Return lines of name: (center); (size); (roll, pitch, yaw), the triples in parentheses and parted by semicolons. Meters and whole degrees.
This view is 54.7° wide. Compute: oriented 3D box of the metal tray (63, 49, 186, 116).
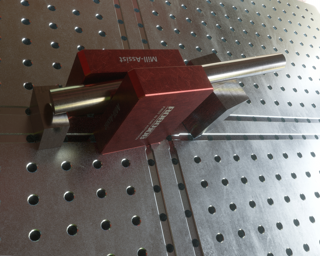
metal tray: (-0.042, -0.056, 0.378); (0.131, 0.090, 0.030); (-9, 68, -33)

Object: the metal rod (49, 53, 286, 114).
metal rod: (0.029, -0.058, 0.364); (0.303, 0.025, 0.025); (-14, 69, -24)

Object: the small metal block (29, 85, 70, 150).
small metal block: (-0.121, -0.011, 0.334); (0.025, 0.050, 0.050); (-9, 66, -32)

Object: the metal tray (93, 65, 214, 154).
metal tray: (-0.012, -0.017, 0.346); (0.091, 0.129, 0.030); (-10, 68, -33)

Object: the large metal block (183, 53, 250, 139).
large metal block: (0.062, -0.044, 0.434); (0.050, 0.080, 0.080); (-25, 76, -37)
